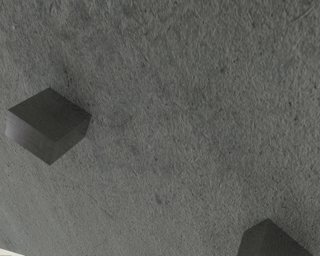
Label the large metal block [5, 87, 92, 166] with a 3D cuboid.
[{"bbox_3d":[-0.162,-0.005,0.454,0.080,0.080,0.050,33,129,6],"label":"large metal block"}]

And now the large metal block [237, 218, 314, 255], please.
[{"bbox_3d":[0.149,0.182,0.405,0.080,0.080,0.050,40,129,1],"label":"large metal block"}]
